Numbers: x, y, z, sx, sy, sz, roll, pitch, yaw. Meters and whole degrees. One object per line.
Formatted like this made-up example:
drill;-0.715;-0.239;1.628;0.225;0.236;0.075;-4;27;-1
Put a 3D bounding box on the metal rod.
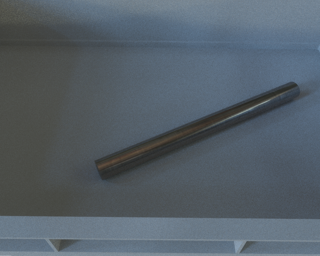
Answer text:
metal rod;0.062;-0.003;0.408;0.302;0.025;0.025;-22;54;-18
